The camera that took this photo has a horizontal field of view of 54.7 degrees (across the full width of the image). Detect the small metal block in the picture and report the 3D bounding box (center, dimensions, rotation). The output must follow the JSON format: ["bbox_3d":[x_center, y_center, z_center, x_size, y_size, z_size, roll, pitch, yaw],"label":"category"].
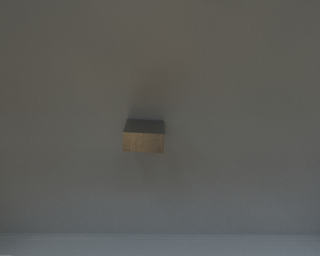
[{"bbox_3d":[-0.020,0.009,0.397,0.050,0.050,0.025,3,110,-2],"label":"small metal block"}]
